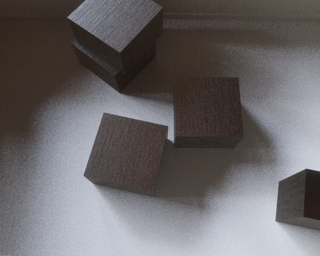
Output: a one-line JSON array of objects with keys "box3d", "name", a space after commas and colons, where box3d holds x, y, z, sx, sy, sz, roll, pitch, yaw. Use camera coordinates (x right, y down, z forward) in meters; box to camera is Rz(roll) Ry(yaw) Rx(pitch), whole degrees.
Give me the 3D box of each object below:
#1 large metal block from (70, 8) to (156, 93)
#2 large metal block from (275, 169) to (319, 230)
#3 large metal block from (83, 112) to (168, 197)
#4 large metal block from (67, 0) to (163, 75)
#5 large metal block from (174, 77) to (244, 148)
[{"box3d": [-0.063, -0.110, 0.436, 0.080, 0.050, 0.080, 38, 74, 12], "name": "large metal block"}, {"box3d": [0.187, 0.087, 0.350, 0.080, 0.080, 0.050, 12, 71, 4], "name": "large metal block"}, {"box3d": [-0.038, 0.034, 0.383, 0.080, 0.050, 0.080, 12, 70, 4], "name": "large metal block"}, {"box3d": [-0.053, -0.129, 0.390, 0.080, 0.050, 0.080, 36, 74, 12], "name": "large metal block"}, {"box3d": [0.059, -0.019, 0.403, 0.080, 0.050, 0.080, 1, 70, 0], "name": "large metal block"}]
